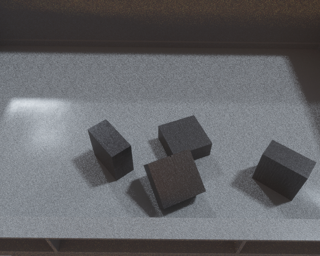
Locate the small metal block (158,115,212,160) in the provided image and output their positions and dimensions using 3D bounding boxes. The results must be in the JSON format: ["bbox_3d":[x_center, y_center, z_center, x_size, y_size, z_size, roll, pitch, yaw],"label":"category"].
[{"bbox_3d":[0.031,0.016,0.392,0.050,0.025,0.050,-17,52,-14],"label":"small metal block"}]

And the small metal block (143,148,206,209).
[{"bbox_3d":[0.016,0.056,0.344,0.050,0.025,0.050,-19,85,-16],"label":"small metal block"}]

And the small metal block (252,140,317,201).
[{"bbox_3d":[0.138,0.048,0.350,0.050,0.050,0.025,31,56,23],"label":"small metal block"}]

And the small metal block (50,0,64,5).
[{"bbox_3d":[-0.213,-0.287,0.630,0.025,0.050,0.050,-5,50,-5],"label":"small metal block"}]

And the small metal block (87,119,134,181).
[{"bbox_3d":[-0.057,0.026,0.366,0.025,0.050,0.050,-32,57,-24],"label":"small metal block"}]
